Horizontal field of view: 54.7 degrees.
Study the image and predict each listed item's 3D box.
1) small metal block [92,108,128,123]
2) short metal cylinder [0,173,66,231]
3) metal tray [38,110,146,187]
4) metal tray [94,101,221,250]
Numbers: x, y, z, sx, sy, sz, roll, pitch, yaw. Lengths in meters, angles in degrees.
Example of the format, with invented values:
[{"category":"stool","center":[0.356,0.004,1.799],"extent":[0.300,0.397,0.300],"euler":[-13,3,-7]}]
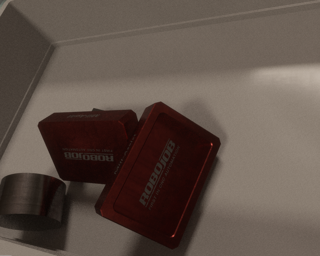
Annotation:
[{"category":"small metal block","center":[-0.083,0.003,0.446],"extent":[0.050,0.025,0.050],"euler":[14,69,33]},{"category":"short metal cylinder","center":[-0.165,0.096,0.396],"extent":[0.080,0.080,0.050],"euler":[-15,56,19]},{"category":"metal tray","center":[-0.082,0.025,0.389],"extent":[0.130,0.089,0.030],"euler":[-1,27,27]},{"category":"metal tray","center":[0.001,0.049,0.332],"extent":[0.130,0.090,0.030],"euler":[-64,17,-18]}]
